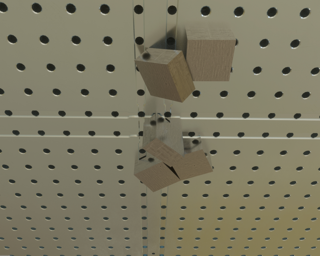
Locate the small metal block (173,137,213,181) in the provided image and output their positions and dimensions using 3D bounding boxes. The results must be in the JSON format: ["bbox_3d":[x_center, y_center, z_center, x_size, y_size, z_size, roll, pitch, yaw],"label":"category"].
[{"bbox_3d":[0.045,0.046,0.451,0.050,0.025,0.050,-18,128,14],"label":"small metal block"}]

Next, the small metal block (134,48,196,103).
[{"bbox_3d":[0.006,-0.059,0.344,0.050,0.025,0.050,18,145,42],"label":"small metal block"}]

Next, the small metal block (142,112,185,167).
[{"bbox_3d":[0.005,0.015,0.409,0.050,0.050,0.025,36,121,-27],"label":"small metal block"}]

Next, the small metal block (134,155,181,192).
[{"bbox_3d":[-0.004,0.065,0.468,0.050,0.025,0.050,-27,125,21],"label":"small metal block"}]

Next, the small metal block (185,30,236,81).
[{"bbox_3d":[0.053,-0.080,0.344,0.050,0.025,0.050,0,130,-1],"label":"small metal block"}]
